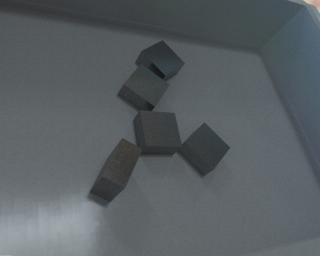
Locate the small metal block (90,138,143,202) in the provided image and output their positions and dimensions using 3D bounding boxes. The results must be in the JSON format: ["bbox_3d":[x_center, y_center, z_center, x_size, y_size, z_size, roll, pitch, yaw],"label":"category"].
[{"bbox_3d":[-0.048,0.046,0.337,0.025,0.050,0.050,31,52,-9],"label":"small metal block"}]

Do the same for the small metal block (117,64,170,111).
[{"bbox_3d":[-0.022,-0.053,0.428,0.050,0.025,0.050,36,51,-5],"label":"small metal block"}]

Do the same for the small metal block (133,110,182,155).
[{"bbox_3d":[-0.004,0.006,0.401,0.050,0.025,0.050,3,60,-27],"label":"small metal block"}]

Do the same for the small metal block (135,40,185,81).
[{"bbox_3d":[0.001,-0.099,0.468,0.050,0.025,0.050,47,51,5],"label":"small metal block"}]

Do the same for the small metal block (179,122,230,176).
[{"bbox_3d":[0.060,0.028,0.422,0.050,0.025,0.050,45,51,3],"label":"small metal block"}]
